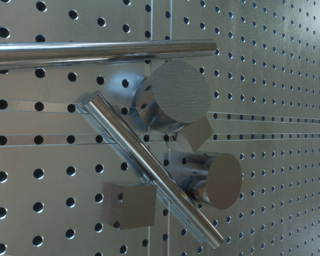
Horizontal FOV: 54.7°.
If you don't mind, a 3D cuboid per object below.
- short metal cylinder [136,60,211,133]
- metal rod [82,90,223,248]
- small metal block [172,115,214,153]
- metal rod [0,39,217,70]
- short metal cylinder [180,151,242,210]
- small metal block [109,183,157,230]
[{"bbox_3d":[0.016,-0.038,0.391,0.081,0.050,0.080,8,71,-25],"label":"short metal cylinder"},{"bbox_3d":[0.005,0.071,0.413,0.300,0.025,0.025,52,60,-28],"label":"metal rod"},{"bbox_3d":[0.045,0.000,0.447,0.050,0.025,0.050,-42,116,-32],"label":"small metal block"},{"bbox_3d":[-0.037,-0.094,0.377,0.302,0.025,0.025,-14,99,-39],"label":"metal rod"},{"bbox_3d":[0.076,0.075,0.457,0.081,0.050,0.079,0,90,-40],"label":"short metal cylinder"},{"bbox_3d":[-0.033,0.095,0.382,0.050,0.025,0.050,8,85,-40],"label":"small metal block"}]
